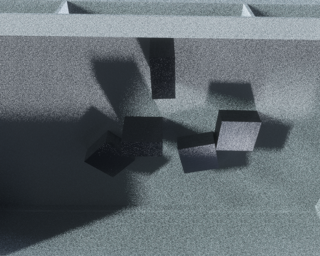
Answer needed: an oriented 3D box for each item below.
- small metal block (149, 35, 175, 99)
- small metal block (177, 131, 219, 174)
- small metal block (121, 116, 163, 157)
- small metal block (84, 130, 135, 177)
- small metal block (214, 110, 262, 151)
[{"bbox_3d":[0.003,-0.066,0.336,0.025,0.050,0.050,-2,130,1],"label":"small metal block"},{"bbox_3d":[0.054,0.035,0.440,0.050,0.025,0.050,-10,130,9],"label":"small metal block"},{"bbox_3d":[-0.022,0.010,0.401,0.050,0.050,0.025,1,130,-1],"label":"small metal block"},{"bbox_3d":[-0.070,0.038,0.440,0.050,0.025,0.050,35,122,-26],"label":"small metal block"},{"bbox_3d":[0.101,0.004,0.412,0.050,0.025,0.050,1,130,-2],"label":"small metal block"}]
